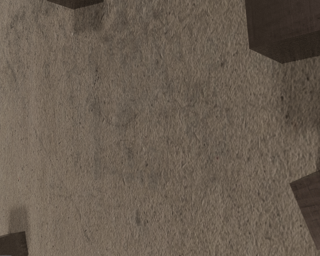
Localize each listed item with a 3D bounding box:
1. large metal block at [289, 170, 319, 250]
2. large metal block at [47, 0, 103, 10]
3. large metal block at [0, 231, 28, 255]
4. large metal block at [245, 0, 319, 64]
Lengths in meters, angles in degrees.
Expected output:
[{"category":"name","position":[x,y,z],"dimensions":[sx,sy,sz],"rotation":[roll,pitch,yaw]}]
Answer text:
[{"category":"large metal block","position":[0.160,0.050,0.237],"dimensions":[0.080,0.081,0.050],"rotation":[-28,73,36]},{"category":"large metal block","position":[-0.134,-0.244,0.497],"dimensions":[0.080,0.050,0.079],"rotation":[7,94,39]},{"category":"large metal block","position":[-0.334,0.252,0.640],"dimensions":[0.080,0.081,0.050],"rotation":[-21,77,38]},{"category":"large metal block","position":[0.128,-0.094,0.263],"dimensions":[0.080,0.081,0.050],"rotation":[-7,86,39]}]
